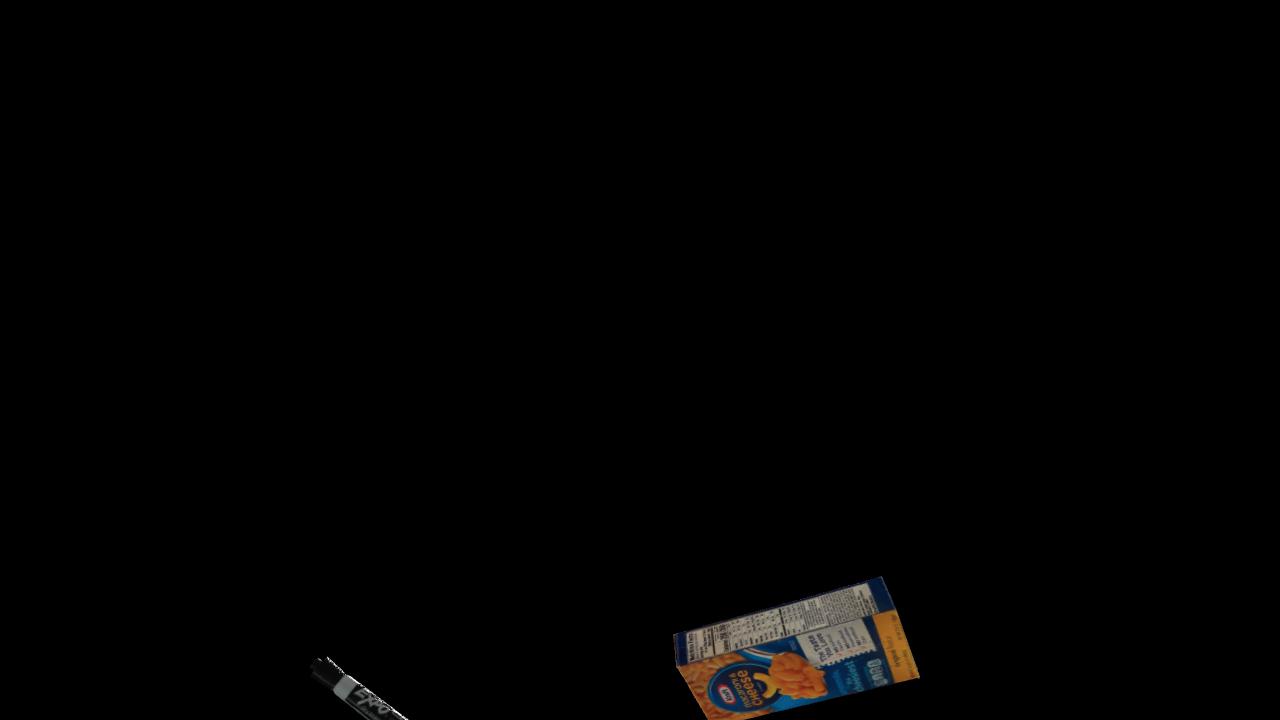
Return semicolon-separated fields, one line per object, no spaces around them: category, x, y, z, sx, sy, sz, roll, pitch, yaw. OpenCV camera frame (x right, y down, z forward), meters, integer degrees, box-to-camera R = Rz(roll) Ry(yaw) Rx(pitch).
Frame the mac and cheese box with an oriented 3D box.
mac and cheese box;0.131;0.251;0.523;0.184;0.093;0.041;-21;27;11

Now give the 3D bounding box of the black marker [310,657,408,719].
black marker;-0.237;0.301;0.537;0.121;0.020;0.020;37;0;1
